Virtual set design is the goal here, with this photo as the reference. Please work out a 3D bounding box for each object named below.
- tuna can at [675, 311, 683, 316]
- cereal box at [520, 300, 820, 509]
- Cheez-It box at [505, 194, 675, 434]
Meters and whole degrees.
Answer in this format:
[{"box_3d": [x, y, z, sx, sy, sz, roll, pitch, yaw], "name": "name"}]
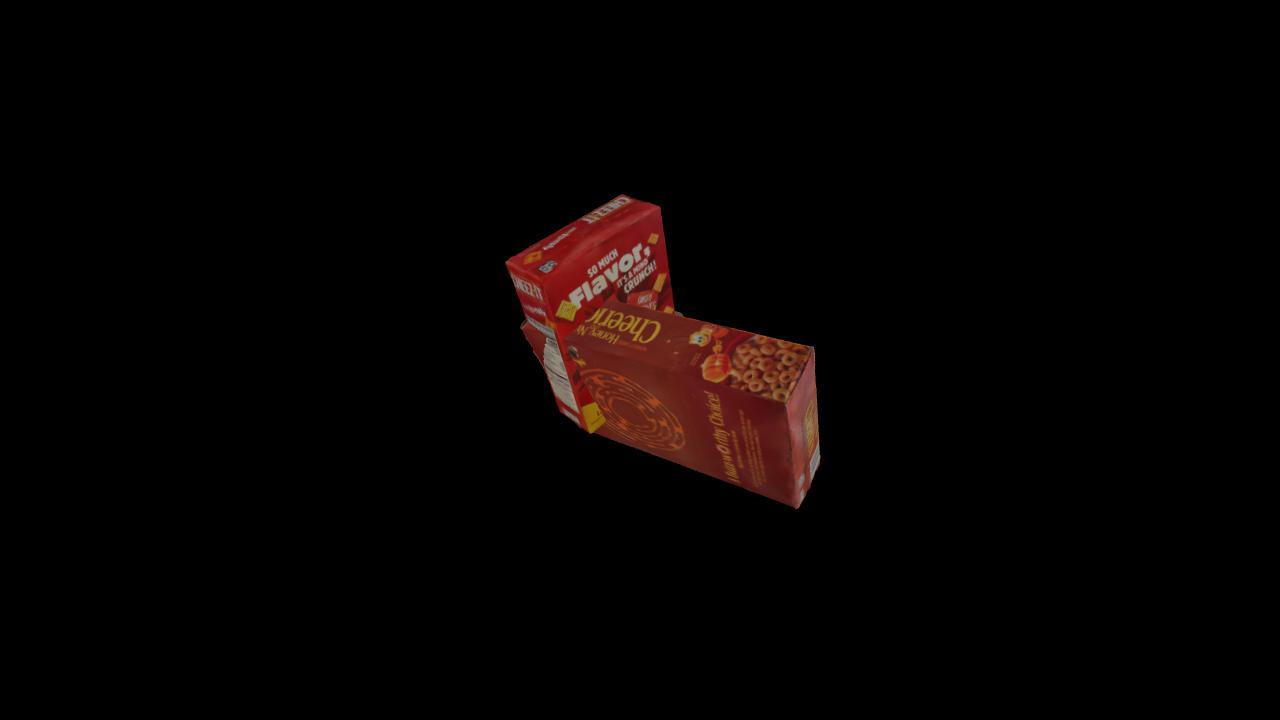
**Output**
[{"box_3d": [0.011, -0.036, 0.741, 0.084, 0.034, 0.084, -4, 14, 1], "name": "tuna can"}, {"box_3d": [0.036, 0.037, 0.673, 0.306, 0.081, 0.203, 16, -32, 30], "name": "cereal box"}, {"box_3d": [-0.040, -0.050, 0.700, 0.071, 0.223, 0.166, 29, 55, 37], "name": "Cheez-It box"}]
